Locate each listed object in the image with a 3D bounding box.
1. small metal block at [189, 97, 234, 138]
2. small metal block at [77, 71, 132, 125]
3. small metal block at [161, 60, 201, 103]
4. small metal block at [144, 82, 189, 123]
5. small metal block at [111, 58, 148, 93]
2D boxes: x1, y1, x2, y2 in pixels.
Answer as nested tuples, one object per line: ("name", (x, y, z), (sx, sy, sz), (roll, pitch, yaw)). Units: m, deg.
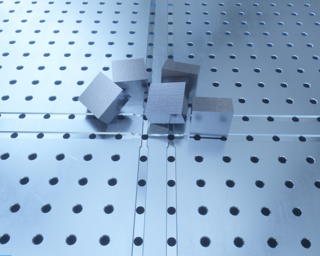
("small metal block", (0.065, -0.013, 0.403), (0.050, 0.050, 0.025), (3, 50, 2))
("small metal block", (-0.077, -0.042, 0.428), (0.050, 0.025, 0.050), (40, 91, 28))
("small metal block", (0.029, -0.066, 0.445), (0.050, 0.050, 0.025), (11, 41, 9))
("small metal block", (0.011, -0.034, 0.423), (0.050, 0.025, 0.050), (0, 62, 18))
("small metal block", (-0.046, -0.079, 0.475), (0.050, 0.025, 0.050), (-6, 50, -6))
